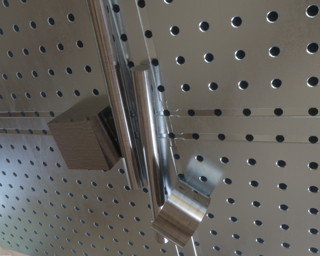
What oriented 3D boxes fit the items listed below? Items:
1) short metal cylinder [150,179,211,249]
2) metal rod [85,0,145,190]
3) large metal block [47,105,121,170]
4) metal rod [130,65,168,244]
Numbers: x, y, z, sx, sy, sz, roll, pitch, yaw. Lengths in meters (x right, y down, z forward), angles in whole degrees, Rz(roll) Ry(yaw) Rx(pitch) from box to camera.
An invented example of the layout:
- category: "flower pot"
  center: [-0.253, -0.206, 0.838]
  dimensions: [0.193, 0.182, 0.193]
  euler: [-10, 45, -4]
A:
- category: "short metal cylinder"
  center: [0.029, 0.119, 0.434]
  dimensions: [0.050, 0.080, 0.079]
  euler: [31, 129, 8]
- category: "metal rod"
  center: [-0.057, -0.041, 0.415]
  dimensions: [0.025, 0.025, 0.298]
  euler: [5, 121, 25]
- category: "large metal block"
  center: [-0.106, 0.015, 0.460]
  dimensions: [0.080, 0.050, 0.080]
  euler: [-3, 117, 29]
- category: "metal rod"
  center: [-0.010, 0.056, 0.450]
  dimensions: [0.025, 0.025, 0.298]
  euler: [8, 122, 24]
